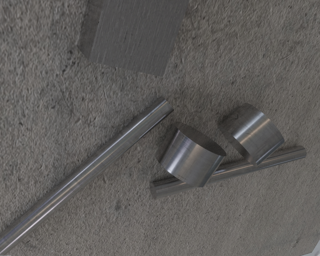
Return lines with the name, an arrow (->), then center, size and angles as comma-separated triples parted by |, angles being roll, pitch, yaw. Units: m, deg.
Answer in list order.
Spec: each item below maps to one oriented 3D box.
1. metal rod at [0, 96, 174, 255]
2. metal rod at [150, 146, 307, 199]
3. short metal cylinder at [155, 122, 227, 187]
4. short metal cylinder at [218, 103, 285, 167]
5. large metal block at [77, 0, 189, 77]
metal rod -> -0.104, 0.066, 0.390 | 0.300, 0.025, 0.025 | -41, 130, -1
metal rod -> 0.127, 0.069, 0.518 | 0.303, 0.025, 0.025 | -10, 123, -23
short metal cylinder -> 0.041, 0.034, 0.415 | 0.080, 0.080, 0.050 | 21, 107, -36
short metal cylinder -> 0.131, 0.010, 0.449 | 0.050, 0.080, 0.080 | -42, 130, 0
large metal block -> -0.029, -0.104, 0.310 | 0.081, 0.050, 0.079 | 6, 115, -31
